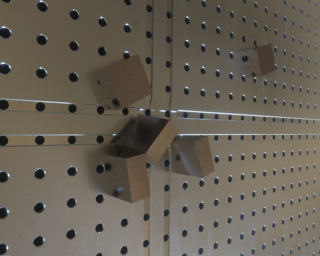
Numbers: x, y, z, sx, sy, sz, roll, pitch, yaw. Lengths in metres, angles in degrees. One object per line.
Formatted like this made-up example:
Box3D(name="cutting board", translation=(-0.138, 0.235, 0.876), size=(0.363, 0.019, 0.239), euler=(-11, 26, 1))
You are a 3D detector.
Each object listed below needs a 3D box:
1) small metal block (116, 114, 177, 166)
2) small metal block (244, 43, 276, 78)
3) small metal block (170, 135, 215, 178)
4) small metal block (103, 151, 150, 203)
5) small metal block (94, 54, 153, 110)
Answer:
Box3D(name="small metal block", translation=(-0.016, 0.013, 0.376), size=(0.050, 0.050, 0.025), euler=(-54, 136, -26))
Box3D(name="small metal block", translation=(0.181, -0.122, 0.559), size=(0.050, 0.025, 0.050), euler=(-26, 106, -37))
Box3D(name="small metal block", translation=(0.044, 0.038, 0.429), size=(0.025, 0.050, 0.050), euler=(-21, 104, -38))
Box3D(name="small metal block", translation=(-0.039, 0.055, 0.359), size=(0.025, 0.050, 0.050), euler=(-12, 98, -39))
Box3D(name="small metal block", translation=(-0.042, -0.055, 0.372), size=(0.050, 0.025, 0.050), euler=(-33, 111, -35))
